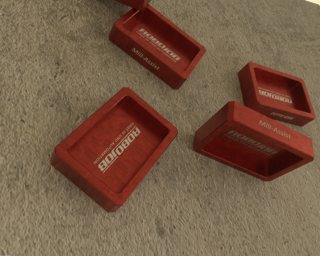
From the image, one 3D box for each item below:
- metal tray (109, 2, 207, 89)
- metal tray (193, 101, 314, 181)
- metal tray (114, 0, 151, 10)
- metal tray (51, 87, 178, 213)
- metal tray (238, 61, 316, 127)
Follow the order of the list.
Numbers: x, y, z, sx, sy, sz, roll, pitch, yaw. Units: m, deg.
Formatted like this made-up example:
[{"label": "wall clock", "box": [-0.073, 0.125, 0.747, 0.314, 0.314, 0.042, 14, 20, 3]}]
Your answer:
[{"label": "metal tray", "box": [-0.001, -0.129, 0.478, 0.130, 0.030, 0.090, 37, 51, -4]}, {"label": "metal tray", "box": [0.122, 0.023, 0.413, 0.131, 0.090, 0.030, 24, 53, -14]}, {"label": "metal tray", "box": [-0.068, -0.241, 0.488, 0.130, 0.030, 0.090, 24, 51, 5]}, {"label": "metal tray", "box": [-0.047, 0.020, 0.362, 0.090, 0.030, 0.131, 41, 51, -1]}, {"label": "metal tray", "box": [0.206, -0.059, 0.546, 0.131, 0.030, 0.090, 12, 57, -22]}]
